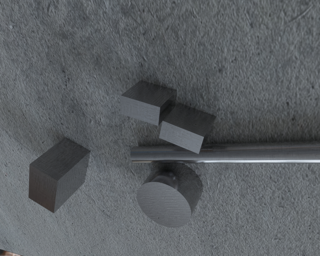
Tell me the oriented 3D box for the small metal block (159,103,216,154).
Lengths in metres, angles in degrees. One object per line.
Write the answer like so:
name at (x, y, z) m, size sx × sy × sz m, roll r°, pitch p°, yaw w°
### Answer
small metal block at (0.034, -0.001, 0.371) m, size 0.050 × 0.050 × 0.025 m, roll 22°, pitch 127°, yaw 14°

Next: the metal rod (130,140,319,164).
metal rod at (0.095, 0.030, 0.374) m, size 0.300 × 0.025 × 0.025 m, roll -4°, pitch 117°, yaw 29°

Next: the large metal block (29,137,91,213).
large metal block at (-0.162, 0.075, 0.500) m, size 0.050 × 0.080 × 0.079 m, roll 28°, pitch 128°, yaw 10°

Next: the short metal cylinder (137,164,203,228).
short metal cylinder at (0.015, 0.093, 0.440) m, size 0.080 × 0.050 × 0.079 m, roll 13°, pitch 124°, yaw 20°

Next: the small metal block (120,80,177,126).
small metal block at (-0.013, -0.032, 0.377) m, size 0.050 × 0.050 × 0.025 m, roll 18°, pitch 125°, yaw 17°
